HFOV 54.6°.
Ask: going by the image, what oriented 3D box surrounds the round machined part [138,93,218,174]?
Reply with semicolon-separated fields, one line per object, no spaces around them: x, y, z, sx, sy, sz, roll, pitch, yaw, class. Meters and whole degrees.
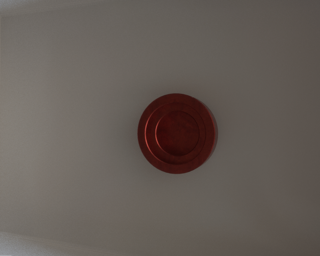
0.025;0.007;0.393;0.098;0.042;0.097;0;90;20;round machined part
